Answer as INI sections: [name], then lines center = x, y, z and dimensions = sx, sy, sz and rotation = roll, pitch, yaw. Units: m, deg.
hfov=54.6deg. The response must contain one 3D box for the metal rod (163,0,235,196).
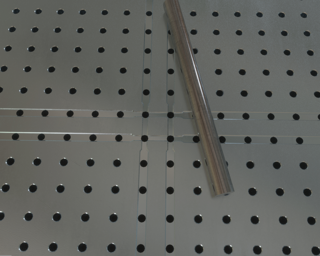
[metal rod]
center = 0.048, -0.056, 0.432
dimensions = 0.025, 0.025, 0.299
rotation = -11, 70, -4
